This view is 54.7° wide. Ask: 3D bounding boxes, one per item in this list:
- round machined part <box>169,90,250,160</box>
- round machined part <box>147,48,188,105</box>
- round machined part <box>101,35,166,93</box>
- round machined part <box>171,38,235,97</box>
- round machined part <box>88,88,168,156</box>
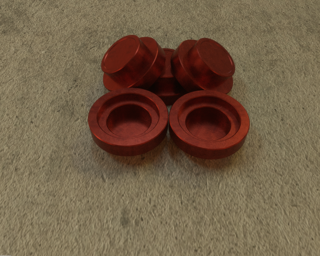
[{"bbox_3d":[0.060,0.000,0.394,0.099,0.042,0.098,0,50,0],"label":"round machined part"},{"bbox_3d":[0.007,-0.082,0.462,0.099,0.042,0.098,0,50,0],"label":"round machined part"},{"bbox_3d":[-0.044,-0.093,0.440,0.098,0.042,0.098,-21,49,26],"label":"round machined part"},{"bbox_3d":[0.068,-0.089,0.441,0.099,0.042,0.098,19,52,-25],"label":"round machined part"},{"bbox_3d":[-0.039,-0.003,0.396,0.099,0.042,0.098,0,50,0],"label":"round machined part"}]
